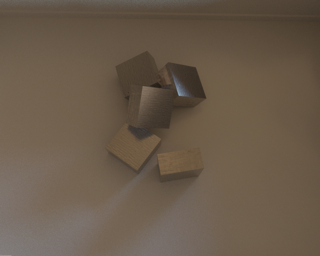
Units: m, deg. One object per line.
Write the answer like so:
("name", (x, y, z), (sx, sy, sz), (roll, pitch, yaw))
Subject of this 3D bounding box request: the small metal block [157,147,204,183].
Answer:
("small metal block", (0.024, 0.046, 0.380), (0.050, 0.050, 0.025), (-9, 71, -4))

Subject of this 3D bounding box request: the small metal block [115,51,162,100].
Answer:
("small metal block", (-0.028, -0.070, 0.426), (0.050, 0.025, 0.050), (-23, 70, 15))

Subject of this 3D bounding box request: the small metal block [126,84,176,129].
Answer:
("small metal block", (-0.012, -0.027, 0.388), (0.050, 0.025, 0.050), (2, 102, -38))

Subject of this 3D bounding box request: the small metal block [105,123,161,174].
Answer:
("small metal block", (-0.033, 0.023, 0.401), (0.050, 0.025, 0.050), (34, 73, 11))

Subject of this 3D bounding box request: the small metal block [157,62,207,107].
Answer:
("small metal block", (0.030, -0.058, 0.418), (0.050, 0.025, 0.050), (1, 65, -39))
